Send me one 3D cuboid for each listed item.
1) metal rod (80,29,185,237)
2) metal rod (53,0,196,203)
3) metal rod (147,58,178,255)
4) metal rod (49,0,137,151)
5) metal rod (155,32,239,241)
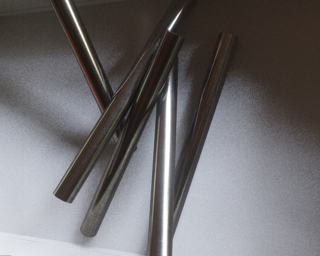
[{"bbox_3d":[-0.043,0.022,0.394,0.025,0.025,0.298,32,111,17],"label":"metal rod"},{"bbox_3d":[-0.039,-0.046,0.381,0.025,0.025,0.299,29,83,17],"label":"metal rod"},{"bbox_3d":[0.004,0.044,0.346,0.025,0.025,0.299,-6,64,19],"label":"metal rod"},{"bbox_3d":[-0.092,-0.096,0.367,0.025,0.025,0.298,-12,115,19],"label":"metal rod"},{"bbox_3d":[0.041,0.029,0.395,0.025,0.025,0.298,19,96,18],"label":"metal rod"}]
